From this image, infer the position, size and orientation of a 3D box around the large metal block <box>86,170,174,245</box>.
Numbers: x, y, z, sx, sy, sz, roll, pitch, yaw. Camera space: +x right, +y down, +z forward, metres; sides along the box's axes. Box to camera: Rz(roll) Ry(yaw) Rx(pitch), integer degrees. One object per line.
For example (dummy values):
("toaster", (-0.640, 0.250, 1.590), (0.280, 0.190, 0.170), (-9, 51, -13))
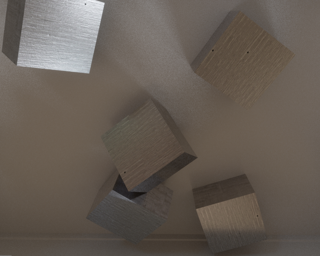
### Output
("large metal block", (-0.041, 0.105, 0.423), (0.080, 0.050, 0.080), (33, 127, -12))

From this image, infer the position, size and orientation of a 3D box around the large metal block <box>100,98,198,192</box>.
("large metal block", (-0.014, 0.024, 0.385), (0.080, 0.050, 0.080), (-37, 66, 12))

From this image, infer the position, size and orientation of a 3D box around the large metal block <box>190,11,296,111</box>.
("large metal block", (0.094, -0.080, 0.369), (0.080, 0.050, 0.080), (33, 107, -12))

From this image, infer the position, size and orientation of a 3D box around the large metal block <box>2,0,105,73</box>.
("large metal block", (-0.116, -0.109, 0.335), (0.081, 0.050, 0.079), (-2, 117, -43))

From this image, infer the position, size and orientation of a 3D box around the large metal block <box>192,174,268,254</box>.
("large metal block", (0.099, 0.123, 0.444), (0.080, 0.050, 0.080), (-18, 109, 6))
